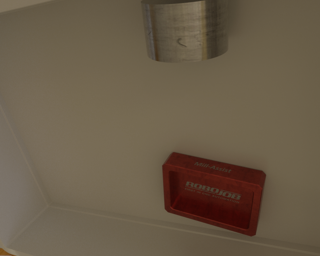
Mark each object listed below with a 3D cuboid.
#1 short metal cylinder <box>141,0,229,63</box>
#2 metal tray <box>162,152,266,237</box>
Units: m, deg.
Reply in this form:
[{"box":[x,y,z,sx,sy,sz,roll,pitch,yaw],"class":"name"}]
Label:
[{"box":[0.025,-0.099,0.298,0.080,0.080,0.050,7,122,24],"class":"short metal cylinder"},{"box":[0.070,0.089,0.422,0.130,0.030,0.089,10,123,22],"class":"metal tray"}]
